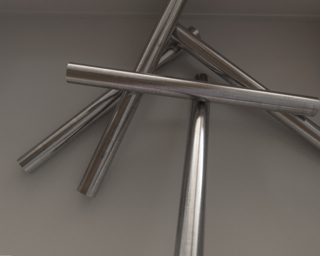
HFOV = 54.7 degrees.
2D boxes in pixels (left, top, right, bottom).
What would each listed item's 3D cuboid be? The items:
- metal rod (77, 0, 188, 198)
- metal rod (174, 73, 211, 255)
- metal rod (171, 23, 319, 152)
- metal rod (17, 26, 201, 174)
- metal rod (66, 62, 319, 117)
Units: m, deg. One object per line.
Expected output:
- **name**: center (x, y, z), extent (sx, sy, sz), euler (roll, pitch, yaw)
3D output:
- **metal rod**: center (-0.029, -0.055, 0.396), extent (0.025, 0.025, 0.299), euler (24, 84, 8)
- **metal rod**: center (0.038, 0.036, 0.329), extent (0.025, 0.025, 0.300), euler (9, 44, 3)
- **metal rod**: center (0.130, -0.047, 0.413), extent (0.300, 0.025, 0.025), euler (39, 74, 7)
- **metal rod**: center (-0.060, -0.046, 0.425), extent (0.301, 0.025, 0.025), euler (-40, 75, -14)
- **metal rod**: center (0.042, -0.046, 0.375), extent (0.302, 0.025, 0.025), euler (7, 70, -4)
